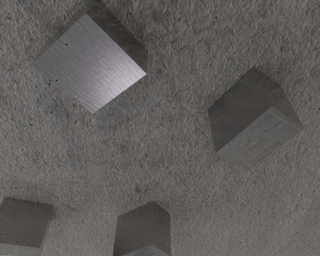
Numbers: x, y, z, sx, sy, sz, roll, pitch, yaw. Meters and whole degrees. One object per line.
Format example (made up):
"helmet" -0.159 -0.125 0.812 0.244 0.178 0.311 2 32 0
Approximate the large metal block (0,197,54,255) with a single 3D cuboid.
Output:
"large metal block" -0.230 0.168 0.512 0.081 0.080 0.050 13 129 -11

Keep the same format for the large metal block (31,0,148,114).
"large metal block" -0.070 -0.074 0.327 0.080 0.050 0.080 -33 123 24

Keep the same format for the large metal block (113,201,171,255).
"large metal block" -0.029 0.183 0.527 0.080 0.080 0.050 -28 125 22

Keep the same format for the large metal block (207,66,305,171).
"large metal block" 0.106 -0.011 0.362 0.050 0.080 0.080 29 124 -22
